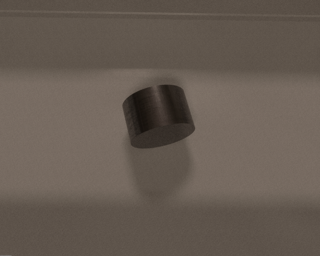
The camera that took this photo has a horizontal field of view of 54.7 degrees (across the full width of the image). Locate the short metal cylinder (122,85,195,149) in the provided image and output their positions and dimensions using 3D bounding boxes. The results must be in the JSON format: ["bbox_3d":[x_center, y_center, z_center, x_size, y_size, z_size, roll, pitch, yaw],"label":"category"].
[{"bbox_3d":[-0.002,-0.012,0.385,0.081,0.080,0.050,-13,71,-5],"label":"short metal cylinder"}]
